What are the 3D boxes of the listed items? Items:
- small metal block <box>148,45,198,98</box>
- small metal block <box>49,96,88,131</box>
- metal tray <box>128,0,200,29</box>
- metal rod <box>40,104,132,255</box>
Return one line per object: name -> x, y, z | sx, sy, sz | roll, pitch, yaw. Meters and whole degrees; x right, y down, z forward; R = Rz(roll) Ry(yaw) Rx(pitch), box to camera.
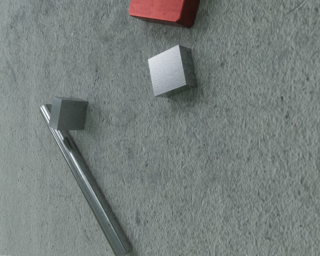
small metal block -> 0.016, -0.070, 0.390 | 0.050, 0.025, 0.050 | -16, 80, 38
small metal block -> -0.150, -0.023, 0.510 | 0.025, 0.050, 0.050 | 20, 103, 38
metal tray -> 0.014, -0.199, 0.388 | 0.090, 0.030, 0.129 | 24, 105, 37
metal rod -> -0.131, 0.073, 0.509 | 0.025, 0.025, 0.300 | -51, 61, 27
